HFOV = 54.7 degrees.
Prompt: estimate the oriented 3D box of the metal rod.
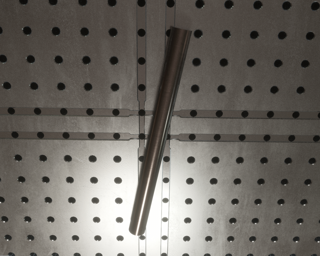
[{"bbox_3d":[-0.004,0.018,0.420,0.025,0.025,0.298,11,110,-5],"label":"metal rod"}]
